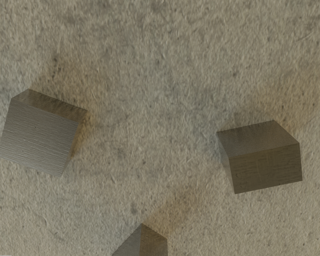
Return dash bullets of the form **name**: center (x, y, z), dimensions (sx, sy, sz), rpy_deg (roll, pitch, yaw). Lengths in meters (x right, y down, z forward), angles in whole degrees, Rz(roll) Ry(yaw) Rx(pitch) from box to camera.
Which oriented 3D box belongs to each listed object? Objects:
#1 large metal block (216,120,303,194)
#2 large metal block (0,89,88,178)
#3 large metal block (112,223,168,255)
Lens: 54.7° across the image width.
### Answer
- **large metal block**: center (0.122, 0.034, 0.395), dimensions (0.080, 0.080, 0.050), rpy_deg (-12, 110, 4)
- **large metal block**: center (-0.149, 0.006, 0.397), dimensions (0.080, 0.050, 0.079), rpy_deg (21, 109, -8)
- **large metal block**: center (-0.033, 0.204, 0.455), dimensions (0.050, 0.080, 0.080), rpy_deg (37, 106, -13)
